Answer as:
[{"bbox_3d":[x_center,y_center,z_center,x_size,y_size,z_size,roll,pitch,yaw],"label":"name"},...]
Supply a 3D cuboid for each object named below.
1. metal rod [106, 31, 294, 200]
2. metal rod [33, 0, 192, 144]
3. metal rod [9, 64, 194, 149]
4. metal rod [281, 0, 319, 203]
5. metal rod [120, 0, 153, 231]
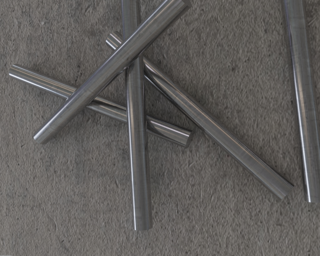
[{"bbox_3d":[0.040,-0.025,0.394,0.300,0.025,0.025,43,104,14],"label":"metal rod"},{"bbox_3d":[-0.079,-0.059,0.395,0.299,0.025,0.025,-36,78,32],"label":"metal rod"},{"bbox_3d":[-0.095,-0.037,0.442,0.301,0.025,0.025,21,97,18],"label":"metal rod"},{"bbox_3d":[0.160,-0.068,0.352,0.025,0.025,0.298,-7,88,20],"label":"metal rod"},{"bbox_3d":[-0.030,-0.024,0.391,0.025,0.025,0.298,-4,89,20],"label":"metal rod"}]
